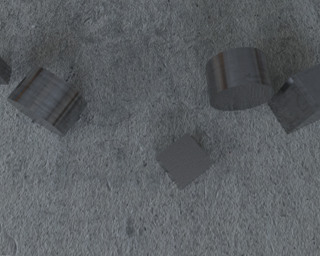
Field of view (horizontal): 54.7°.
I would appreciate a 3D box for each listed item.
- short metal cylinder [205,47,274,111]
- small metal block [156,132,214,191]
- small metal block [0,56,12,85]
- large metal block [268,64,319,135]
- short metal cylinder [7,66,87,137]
[{"bbox_3d":[0.102,-0.061,0.402,0.081,0.080,0.050,-4,70,-2],"label":"short metal cylinder"},{"bbox_3d":[0.031,0.043,0.393,0.050,0.025,0.050,-36,74,-12],"label":"small metal block"},{"bbox_3d":[-0.241,-0.082,0.423,0.050,0.050,0.025,2,70,0],"label":"small metal block"},{"bbox_3d":[0.198,-0.041,0.396,0.080,0.080,0.050,-24,72,-8],"label":"large metal block"},{"bbox_3d":[-0.140,-0.032,0.390,0.080,0.080,0.050,29,73,10],"label":"short metal cylinder"}]
